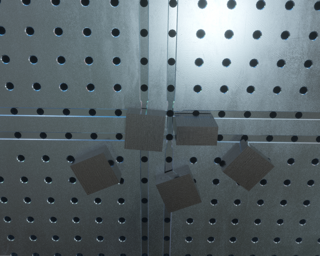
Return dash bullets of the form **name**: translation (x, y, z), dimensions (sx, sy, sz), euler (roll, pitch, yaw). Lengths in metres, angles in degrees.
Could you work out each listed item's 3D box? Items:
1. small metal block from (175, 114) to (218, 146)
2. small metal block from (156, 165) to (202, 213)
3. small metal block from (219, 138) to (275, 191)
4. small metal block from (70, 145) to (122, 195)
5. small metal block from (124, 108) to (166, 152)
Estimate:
- **small metal block**: translation (0.045, 0.001, 0.401), dimensions (0.050, 0.050, 0.025), euler (1, 110, 0)
- **small metal block**: translation (0.027, 0.088, 0.446), dimensions (0.050, 0.025, 0.050), euler (-20, 109, 7)
- **small metal block**: translation (0.120, 0.052, 0.433), dimensions (0.050, 0.025, 0.050), euler (37, 106, -13)
- **small metal block**: translation (-0.089, 0.059, 0.434), dimensions (0.050, 0.025, 0.050), euler (-22, 109, 8)
- **small metal block**: translation (-0.020, 0.002, 0.414), dimensions (0.050, 0.025, 0.050), euler (5, 110, -2)
